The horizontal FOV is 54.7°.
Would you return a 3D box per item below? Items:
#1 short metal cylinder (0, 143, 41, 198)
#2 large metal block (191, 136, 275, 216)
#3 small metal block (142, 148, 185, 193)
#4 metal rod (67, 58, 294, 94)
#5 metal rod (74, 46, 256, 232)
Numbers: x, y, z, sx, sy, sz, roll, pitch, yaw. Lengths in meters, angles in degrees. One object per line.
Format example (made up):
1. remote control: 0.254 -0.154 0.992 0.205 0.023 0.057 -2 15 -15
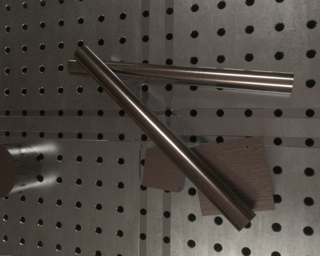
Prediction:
1. short metal cylinder: -0.235 0.064 0.480 0.080 0.050 0.079 0 90 19
2. large metal block: 0.087 0.055 0.368 0.080 0.050 0.080 -11 86 19
3. small metal block: 0.007 0.054 0.409 0.050 0.025 0.050 7 92 19
4. metal rod: 0.012 -0.071 0.407 0.301 0.025 0.025 8 93 19
5. metal rod: -0.009 -0.002 0.370 0.300 0.025 0.025 45 104 21
